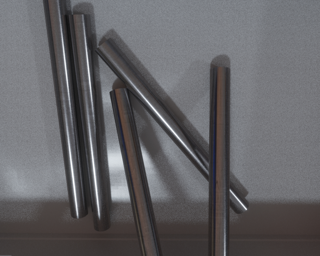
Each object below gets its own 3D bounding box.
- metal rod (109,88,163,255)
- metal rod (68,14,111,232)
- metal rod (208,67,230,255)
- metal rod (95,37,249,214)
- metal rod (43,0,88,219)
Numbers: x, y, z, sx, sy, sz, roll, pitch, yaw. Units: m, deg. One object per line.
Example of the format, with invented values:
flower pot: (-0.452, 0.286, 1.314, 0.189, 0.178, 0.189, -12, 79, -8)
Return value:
metal rod: (-0.021, 0.098, 0.377, 0.025, 0.025, 0.298, -13, 83, 4)
metal rod: (-0.090, 0.007, 0.412, 0.025, 0.025, 0.298, -2, 110, 0)
metal rod: (0.072, 0.075, 0.375, 0.025, 0.025, 0.298, 1, 85, -1)
metal rod: (0.025, 0.008, 0.414, 0.025, 0.025, 0.300, -37, 106, 12)
metal rod: (-0.120, -0.014, 0.404, 0.025, 0.025, 0.298, -1, 110, 0)
